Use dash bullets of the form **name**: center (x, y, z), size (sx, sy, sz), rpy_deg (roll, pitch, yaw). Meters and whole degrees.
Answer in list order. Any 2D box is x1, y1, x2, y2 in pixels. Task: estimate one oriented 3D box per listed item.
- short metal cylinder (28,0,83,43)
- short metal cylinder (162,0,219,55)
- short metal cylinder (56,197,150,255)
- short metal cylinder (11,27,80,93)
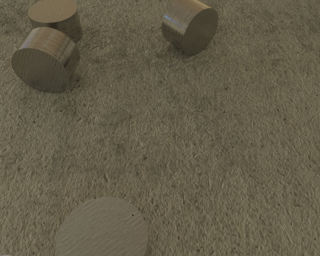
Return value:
- **short metal cylinder**: center (-0.180, -0.183, 0.539), size (0.080, 0.050, 0.080), rpy_deg (0, 50, 0)
- **short metal cylinder**: center (0.049, -0.167, 0.508), size (0.080, 0.080, 0.050), rpy_deg (-33, 58, -25)
- **short metal cylinder**: center (-0.051, 0.113, 0.292), size (0.080, 0.050, 0.080), rpy_deg (0, 50, 0)
- **short metal cylinder**: center (-0.163, -0.097, 0.448), size (0.080, 0.080, 0.050), rpy_deg (7, 51, 5)
